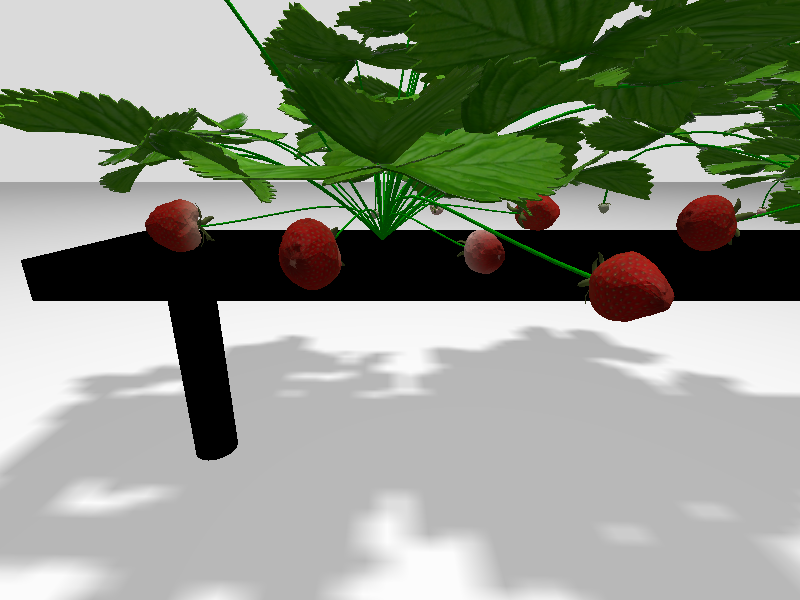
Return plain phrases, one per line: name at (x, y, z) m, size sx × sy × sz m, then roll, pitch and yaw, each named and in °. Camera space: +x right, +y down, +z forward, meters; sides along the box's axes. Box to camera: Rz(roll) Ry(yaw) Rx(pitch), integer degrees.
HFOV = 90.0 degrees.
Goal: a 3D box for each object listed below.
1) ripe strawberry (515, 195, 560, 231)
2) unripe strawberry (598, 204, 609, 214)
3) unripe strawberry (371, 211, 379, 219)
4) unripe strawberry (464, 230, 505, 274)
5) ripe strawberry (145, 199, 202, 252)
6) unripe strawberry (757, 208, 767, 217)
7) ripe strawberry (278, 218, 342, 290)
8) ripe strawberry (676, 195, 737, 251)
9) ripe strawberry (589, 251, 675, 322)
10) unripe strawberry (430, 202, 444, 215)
ripe strawberry at (0.135, -0.086, 0.389) m, size 0.042 × 0.036 × 0.042 m, roll -5°, pitch 19°, yaw -17°
unripe strawberry at (0.231, -0.104, 0.453) m, size 0.011 × 0.011 × 0.011 m, roll 10°, pitch 20°, yaw 27°
unripe strawberry at (-0.030, -0.105, 0.490) m, size 0.011 × 0.010 × 0.010 m, roll -2°, pitch 18°, yaw -5°
unripe strawberry at (0.048, -0.027, 0.227) m, size 0.022 × 0.025 × 0.024 m, roll -9°, pitch 21°, yaw -26°
ripe strawberry at (-0.164, -0.054, 0.292) m, size 0.036 × 0.037 × 0.033 m, roll -7°, pitch 19°, yaw -19°
unripe strawberry at (0.443, -0.107, 0.490) m, size 0.010 × 0.011 × 0.011 m, roll 1°, pitch 18°, yaw 3°
ripe strawberry at (-0.046, -0.022, 0.196) m, size 0.031 × 0.035 × 0.033 m, roll 3°, pitch 19°, yaw 10°
ripe strawberry at (0.223, -0.057, 0.296) m, size 0.039 × 0.040 × 0.035 m, roll -5°, pitch 19°, yaw -13°
ripe strawberry at (0.091, -0.004, 0.157) m, size 0.027 × 0.028 × 0.029 m, roll -9°, pitch 21°, yaw -27°
unripe strawberry at (0.050, -0.122, 0.535) m, size 0.019 × 0.017 × 0.017 m, roll 6°, pitch 6°, yaw 17°
